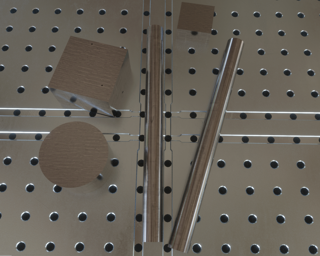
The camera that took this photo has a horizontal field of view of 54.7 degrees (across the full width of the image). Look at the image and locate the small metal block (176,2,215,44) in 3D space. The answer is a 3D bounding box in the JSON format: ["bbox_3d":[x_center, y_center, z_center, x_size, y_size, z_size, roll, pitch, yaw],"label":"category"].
[{"bbox_3d":[0.054,-0.160,0.471,0.050,0.025,0.050,9,70,3],"label":"small metal block"}]

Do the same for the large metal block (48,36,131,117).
[{"bbox_3d":[-0.092,-0.070,0.423,0.080,0.050,0.080,15,71,5],"label":"large metal block"}]

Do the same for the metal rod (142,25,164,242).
[{"bbox_3d":[-0.008,-0.007,0.414,0.025,0.025,0.299,0,70,0],"label":"metal rod"}]

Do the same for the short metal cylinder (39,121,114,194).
[{"bbox_3d":[-0.100,0.038,0.383,0.081,0.050,0.080,0,70,0],"label":"short metal cylinder"}]

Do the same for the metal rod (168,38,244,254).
[{"bbox_3d":[0.067,0.008,0.409,0.025,0.025,0.299,17,71,6],"label":"metal rod"}]
